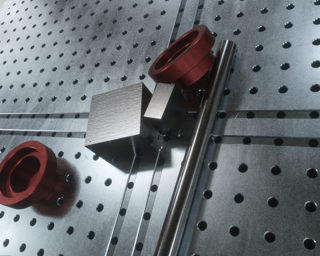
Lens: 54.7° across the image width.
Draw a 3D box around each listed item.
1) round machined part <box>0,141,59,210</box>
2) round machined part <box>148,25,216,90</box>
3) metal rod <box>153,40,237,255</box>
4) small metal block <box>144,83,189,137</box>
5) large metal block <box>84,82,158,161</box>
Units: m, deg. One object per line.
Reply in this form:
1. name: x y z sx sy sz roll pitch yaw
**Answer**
1. round machined part: -0.190 0.071 0.454 0.098 0.042 0.098 -13 56 21
2. round machined part: 0.035 -0.089 0.417 0.098 0.042 0.098 -36 22 18
3. metal rod: 0.047 0.018 0.372 0.025 0.025 0.300 6 64 31
4. small metal block: 0.010 -0.023 0.401 0.025 0.050 0.050 9 67 32
5. large metal block: -0.050 -0.007 0.423 0.080 0.050 0.080 -13 56 21
